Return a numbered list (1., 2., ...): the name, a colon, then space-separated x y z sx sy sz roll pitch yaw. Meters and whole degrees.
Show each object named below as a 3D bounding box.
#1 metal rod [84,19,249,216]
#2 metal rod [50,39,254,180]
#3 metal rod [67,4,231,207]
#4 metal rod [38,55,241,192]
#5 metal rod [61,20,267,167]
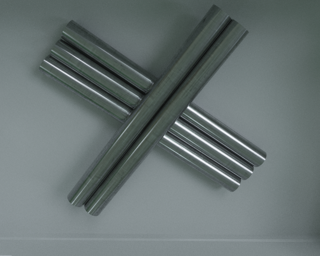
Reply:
1. metal rod: -0.002 -0.001 0.382 0.025 0.025 0.299 36 106 -12
2. metal rod: -0.002 -0.018 0.403 0.301 0.025 0.025 33 107 -12
3. metal rod: -0.023 -0.015 0.377 0.025 0.025 0.299 36 106 -12
4. metal rod: -0.017 0.000 0.409 0.301 0.025 0.025 33 107 -12
5. metal rod: 0.014 -0.037 0.396 0.301 0.025 0.025 33 107 -12
